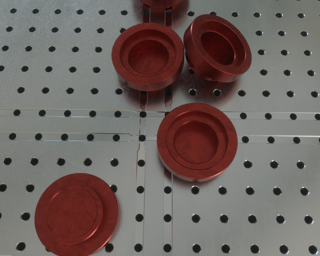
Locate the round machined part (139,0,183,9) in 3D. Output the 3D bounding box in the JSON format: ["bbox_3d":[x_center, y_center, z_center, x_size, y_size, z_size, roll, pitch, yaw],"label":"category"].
[{"bbox_3d":[0.001,-0.228,0.486,0.099,0.042,0.098,0,70,-1],"label":"round machined part"}]

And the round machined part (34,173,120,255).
[{"bbox_3d":[-0.099,0.101,0.365,0.099,0.042,0.098,0,70,-1],"label":"round machined part"}]

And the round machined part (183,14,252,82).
[{"bbox_3d":[0.074,-0.105,0.429,0.099,0.042,0.098,13,61,-23],"label":"round machined part"}]

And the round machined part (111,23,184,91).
[{"bbox_3d":[-0.015,-0.095,0.435,0.099,0.042,0.098,-1,70,3],"label":"round machined part"}]

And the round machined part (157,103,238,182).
[{"bbox_3d":[0.045,0.020,0.396,0.099,0.042,0.098,0,70,-1],"label":"round machined part"}]
